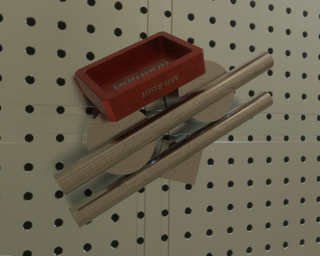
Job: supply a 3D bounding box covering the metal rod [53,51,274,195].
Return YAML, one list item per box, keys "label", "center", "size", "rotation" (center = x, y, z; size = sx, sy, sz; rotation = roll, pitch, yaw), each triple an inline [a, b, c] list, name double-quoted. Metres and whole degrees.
- label: "metal rod"
  center: [0.019, -0.016, 0.366]
  size: [0.302, 0.025, 0.025]
  rotation: [-31, 101, -18]

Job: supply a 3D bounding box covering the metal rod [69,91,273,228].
- label: "metal rod"
  center: [0.028, 0.030, 0.396]
  size: [0.302, 0.025, 0.025]
  rotation: [-30, 100, -18]

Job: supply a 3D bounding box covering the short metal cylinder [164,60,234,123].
- label: "short metal cylinder"
  center: [0.052, -0.047, 0.420]
  size: [0.081, 0.050, 0.079]
  rotation: [0, 90, -21]

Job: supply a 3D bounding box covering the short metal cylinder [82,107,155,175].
- label: "short metal cylinder"
  center: [-0.052, 0.014, 0.381]
  size: [0.081, 0.050, 0.079]
  rotation: [0, 90, -21]

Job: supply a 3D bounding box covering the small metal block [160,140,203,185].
- label: "small metal block"
  center: [0.026, 0.047, 0.422]
  size: [0.050, 0.025, 0.050]
  rotation: [16, 85, -20]

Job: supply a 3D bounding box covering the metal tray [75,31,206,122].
- label: "metal tray"
  center: [-0.023, -0.067, 0.369]
  size: [0.131, 0.090, 0.030]
  rotation: [-30, 132, -18]
